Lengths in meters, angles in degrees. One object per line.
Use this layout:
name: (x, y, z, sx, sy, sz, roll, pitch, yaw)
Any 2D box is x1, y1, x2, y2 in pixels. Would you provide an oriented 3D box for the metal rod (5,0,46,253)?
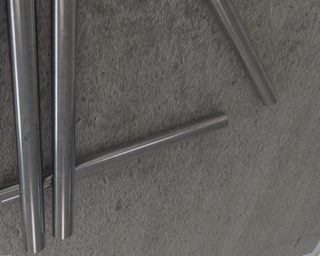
metal rod: (-0.133, 0.002, 0.313, 0.025, 0.025, 0.298, -5, 114, -26)

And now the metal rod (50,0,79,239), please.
metal rod: (-0.101, -0.011, 0.323, 0.025, 0.025, 0.298, -4, 114, -27)

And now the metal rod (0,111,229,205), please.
metal rod: (-0.045, 0.032, 0.401, 0.302, 0.025, 0.025, -18, 126, -18)

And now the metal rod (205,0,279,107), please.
metal rod: (0.087, -0.125, 0.376, 0.025, 0.025, 0.300, -43, 129, 2)
